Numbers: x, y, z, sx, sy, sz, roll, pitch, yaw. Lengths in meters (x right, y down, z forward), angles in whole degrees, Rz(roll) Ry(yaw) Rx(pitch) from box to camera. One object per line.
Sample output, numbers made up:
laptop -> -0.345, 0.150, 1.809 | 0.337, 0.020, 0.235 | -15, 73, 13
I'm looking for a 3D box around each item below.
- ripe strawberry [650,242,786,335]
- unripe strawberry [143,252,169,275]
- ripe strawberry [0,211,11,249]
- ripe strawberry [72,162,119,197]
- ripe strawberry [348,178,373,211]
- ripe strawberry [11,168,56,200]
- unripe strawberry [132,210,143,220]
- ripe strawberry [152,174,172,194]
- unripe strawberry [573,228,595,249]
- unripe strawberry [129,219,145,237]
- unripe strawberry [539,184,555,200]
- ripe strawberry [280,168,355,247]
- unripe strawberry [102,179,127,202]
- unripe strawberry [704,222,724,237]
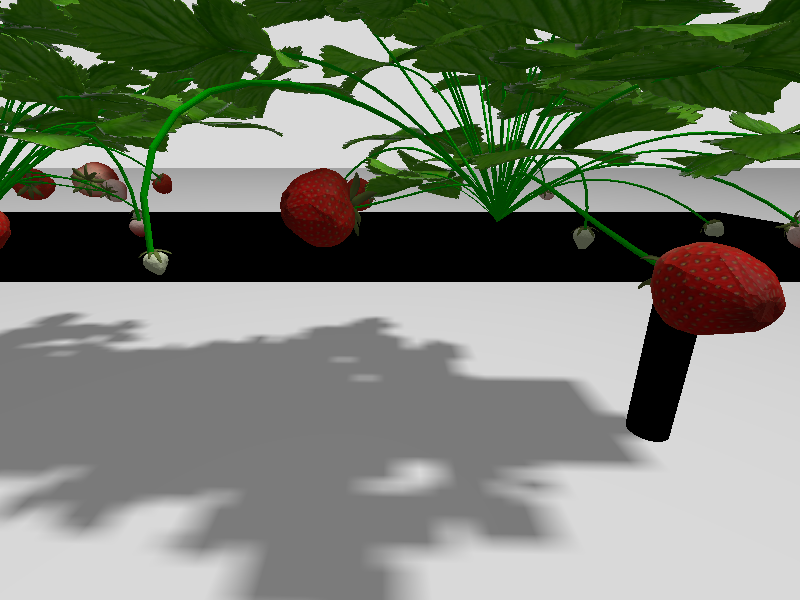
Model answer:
ripe strawberry -> 0.094, -0.002, 0.119 | 0.032, 0.028, 0.033 | -1, 20, -2
unripe strawberry -> -0.106, -0.016, 0.174 | 0.010, 0.010, 0.011 | -18, 26, -40
ripe strawberry -> -0.232, -0.037, 0.217 | 0.029, 0.029, 0.032 | 19, 27, 41
ripe strawberry -> -0.404, -0.161, 0.535 | 0.052, 0.045, 0.052 | -4, 19, -10
ripe strawberry -> -0.046, -0.110, 0.416 | 0.035, 0.034, 0.032 | 8, 21, 30
ripe strawberry -> -0.460, -0.146, 0.504 | 0.043, 0.039, 0.039 | -10, 22, -27
unripe strawberry -> -0.217, -0.070, 0.335 | 0.010, 0.012, 0.012 | -10, 19, 8
ripe strawberry -> -0.343, -0.167, 0.582 | 0.024, 0.028, 0.027 | 2, -29, 5
unripe strawberry -> 0.096, -0.032, 0.210 | 0.010, 0.011, 0.011 | -2, 20, -4
unripe strawberry -> -0.173, -0.048, 0.267 | 0.011, 0.011, 0.011 | 8, 21, 22
unripe strawberry -> 0.191, -0.140, 0.519 | 0.021, 0.022, 0.022 | 11, 14, 28
ripe strawberry -> -0.050, -0.055, 0.241 | 0.044, 0.046, 0.040 | -15, 25, -35
unripe strawberry -> -0.355, -0.137, 0.502 | 0.026, 0.028, 0.028 | 1, 19, 3
unripe strawberry -> 0.219, -0.049, 0.278 | 0.012, 0.012, 0.011 | 42, 32, 10
